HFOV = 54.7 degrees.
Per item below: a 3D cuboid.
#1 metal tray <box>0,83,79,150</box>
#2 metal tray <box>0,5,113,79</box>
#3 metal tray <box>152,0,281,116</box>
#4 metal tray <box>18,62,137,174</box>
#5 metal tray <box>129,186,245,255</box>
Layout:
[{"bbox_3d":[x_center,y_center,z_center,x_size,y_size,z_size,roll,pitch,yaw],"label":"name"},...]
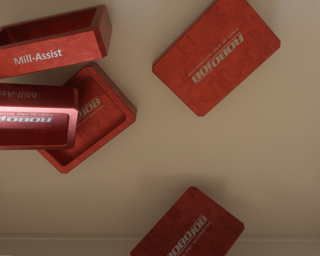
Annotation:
[{"bbox_3d":[-0.161,-0.010,0.345,0.131,0.030,0.089,1,147,-19],"label":"metal tray"},{"bbox_3d":[-0.122,-0.095,0.337,0.131,0.090,0.030,-11,126,3],"label":"metal tray"},{"bbox_3d":[0.065,-0.089,0.377,0.130,0.030,0.090,-43,105,14],"label":"metal tray"},{"bbox_3d":[-0.106,-0.011,0.402,0.130,0.030,0.090,-37,107,12],"label":"metal tray"},{"bbox_3d":[0.036,0.150,0.401,0.090,0.131,0.030,36,150,23],"label":"metal tray"}]
